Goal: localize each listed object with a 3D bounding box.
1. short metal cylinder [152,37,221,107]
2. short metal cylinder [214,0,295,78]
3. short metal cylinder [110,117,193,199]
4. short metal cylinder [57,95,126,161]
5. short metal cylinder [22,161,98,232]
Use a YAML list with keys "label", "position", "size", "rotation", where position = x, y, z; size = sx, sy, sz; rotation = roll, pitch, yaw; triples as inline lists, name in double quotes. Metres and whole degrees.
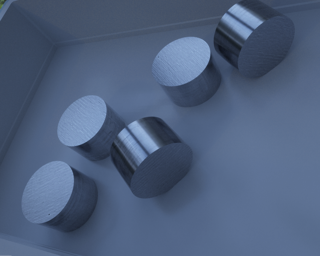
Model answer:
- label: "short metal cylinder"
  position: [0.036, -0.075, 0.417]
  size: [0.080, 0.050, 0.080]
  rotation: [-13, 56, 21]
- label: "short metal cylinder"
  position: [0.113, -0.108, 0.377]
  size: [0.080, 0.080, 0.050]
  rotation: [-37, 51, 3]
- label: "short metal cylinder"
  position: [-0.010, 0.034, 0.355]
  size: [0.080, 0.080, 0.050]
  rotation: [-42, 51, -1]
- label: "short metal cylinder"
  position: [-0.096, 0.000, 0.440]
  size: [0.080, 0.050, 0.080]
  rotation: [-13, 56, 21]
- label: "short metal cylinder"
  position: [-0.129, 0.089, 0.403]
  size: [0.080, 0.050, 0.080]
  rotation: [-13, 56, 21]
